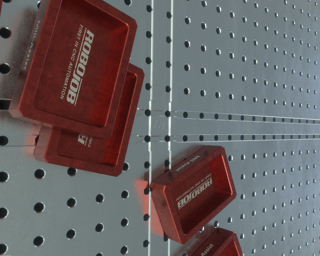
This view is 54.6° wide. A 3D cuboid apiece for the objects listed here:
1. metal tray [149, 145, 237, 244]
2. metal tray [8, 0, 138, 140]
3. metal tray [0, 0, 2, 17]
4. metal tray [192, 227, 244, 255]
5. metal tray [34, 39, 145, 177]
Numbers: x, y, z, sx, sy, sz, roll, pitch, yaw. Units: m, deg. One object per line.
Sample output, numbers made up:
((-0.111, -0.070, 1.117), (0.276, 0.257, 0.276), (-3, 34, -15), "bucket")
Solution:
((0.053, 0.091, 0.449), (0.131, 0.030, 0.090), (-28, 108, -36), "metal tray")
((-0.078, -0.062, 0.299), (0.091, 0.030, 0.130), (19, 78, -38), "metal tray")
((-0.183, -0.100, 0.252), (0.091, 0.030, 0.129), (9, 84, -40), "metal tray")
((0.078, 0.228, 0.470), (0.131, 0.030, 0.090), (-32, 110, -35), "metal tray")
((-0.073, -0.018, 0.343), (0.090, 0.030, 0.130), (20, 77, -38), "metal tray")
